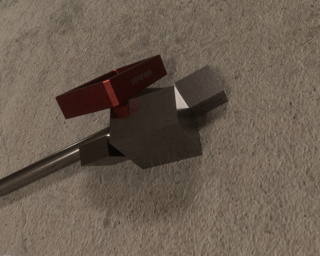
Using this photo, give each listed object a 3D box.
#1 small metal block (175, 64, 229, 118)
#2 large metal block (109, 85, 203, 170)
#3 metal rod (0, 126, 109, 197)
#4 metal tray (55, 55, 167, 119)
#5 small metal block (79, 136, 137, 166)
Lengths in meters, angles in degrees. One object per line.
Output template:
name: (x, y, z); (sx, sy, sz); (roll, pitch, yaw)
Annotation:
small metal block: (0.054, -0.047, 0.404); (0.050, 0.025, 0.050); (-28, 52, 10)
large metal block: (-0.003, 0.003, 0.367); (0.080, 0.080, 0.050); (-16, 56, 18)
metal rod: (-0.116, 0.032, 0.442); (0.301, 0.025, 0.025); (-25, 53, 12)
metal tray: (-0.059, -0.057, 0.409); (0.090, 0.030, 0.131); (-10, 19, 33)
small metal block: (-0.065, 0.030, 0.391); (0.050, 0.050, 0.025); (-21, 73, 34)
